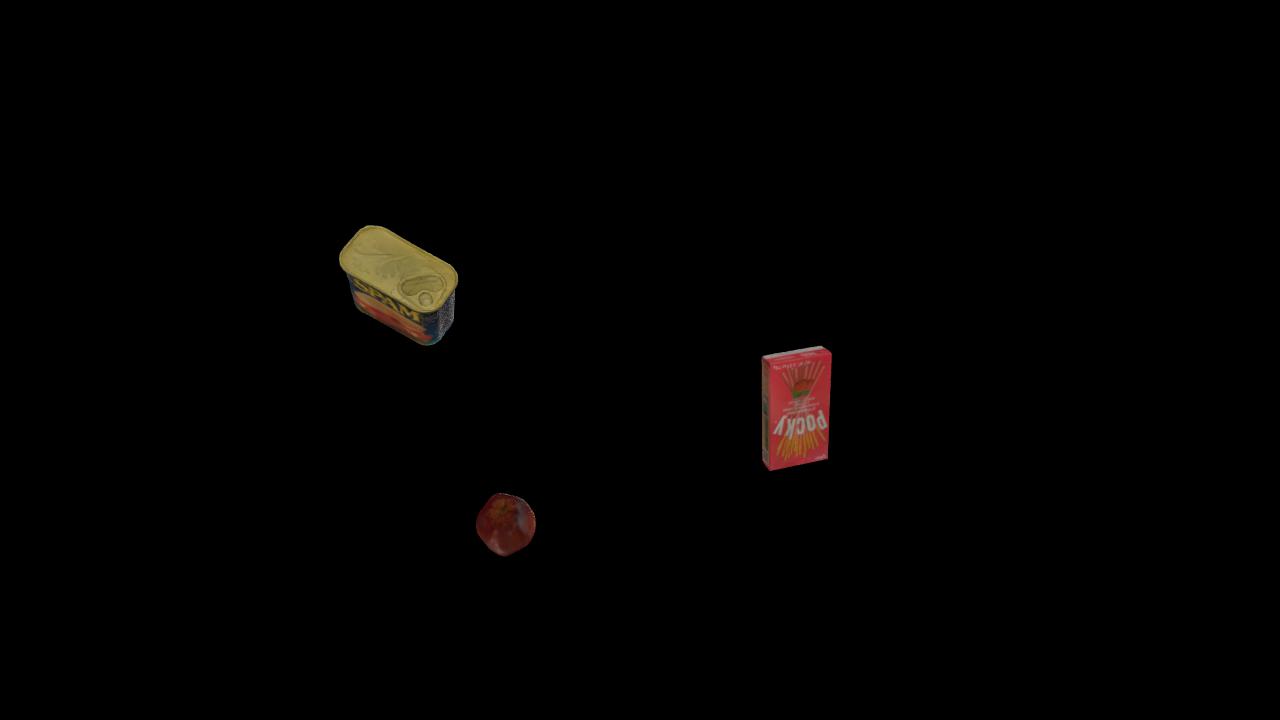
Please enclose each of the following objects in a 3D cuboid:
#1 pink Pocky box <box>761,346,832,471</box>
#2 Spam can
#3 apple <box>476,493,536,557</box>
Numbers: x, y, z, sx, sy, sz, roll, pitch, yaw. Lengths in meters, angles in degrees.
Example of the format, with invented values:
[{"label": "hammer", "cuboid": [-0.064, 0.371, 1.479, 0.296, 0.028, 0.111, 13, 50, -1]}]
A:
[{"label": "pink Pocky box", "cuboid": [0.197, 0.063, 0.778, 0.084, 0.155, 0.029, -9, 23, -10]}, {"label": "Spam can", "cuboid": [-0.229, -0.068, 0.594, 0.101, 0.058, 0.085, 30, -27, -4]}, {"label": "apple", "cuboid": [-0.179, 0.217, 0.822, 0.079, 0.079, 0.093, 0, -37, -1]}]
